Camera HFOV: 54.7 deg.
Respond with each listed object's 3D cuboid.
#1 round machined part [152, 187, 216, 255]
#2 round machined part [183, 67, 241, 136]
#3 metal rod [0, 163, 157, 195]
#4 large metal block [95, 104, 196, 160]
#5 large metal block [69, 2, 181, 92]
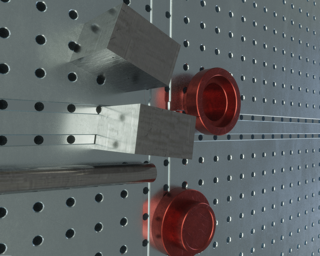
[{"bbox_3d":[0.040,0.135,0.432,0.099,0.042,0.097,0,90,-40],"label":"round machined part"},{"bbox_3d":[0.073,-0.038,0.459,0.099,0.042,0.097,0,90,-40],"label":"round machined part"},{"bbox_3d":[-0.127,0.050,0.302,0.302,0.025,0.025,4,88,-40],"label":"metal rod"},{"bbox_3d":[-0.017,0.006,0.359,0.081,0.080,0.050,10,84,-40],"label":"large metal block"},{"bbox_3d":[-0.038,-0.082,0.341,0.080,0.080,0.050,26,74,-37],"label":"large metal block"}]
